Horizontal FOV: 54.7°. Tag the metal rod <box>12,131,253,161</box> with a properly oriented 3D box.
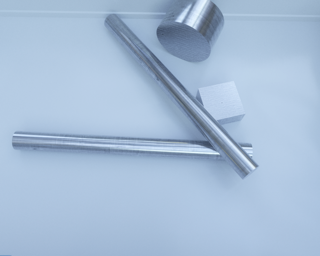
[{"bbox_3d":[-0.035,0.024,0.400,0.302,0.025,0.025,3,70,0],"label":"metal rod"}]

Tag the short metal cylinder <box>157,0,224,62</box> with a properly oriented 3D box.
[{"bbox_3d":[0.042,-0.137,0.431,0.080,0.080,0.050,24,72,8],"label":"short metal cylinder"}]

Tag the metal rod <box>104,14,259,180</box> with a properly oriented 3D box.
[{"bbox_3d":[0.016,-0.055,0.413,0.025,0.025,0.300,-35,68,-12],"label":"metal rod"}]

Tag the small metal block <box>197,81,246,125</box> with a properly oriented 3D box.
[{"bbox_3d":[0.082,-0.032,0.422,0.050,0.025,0.050,-12,71,-5],"label":"small metal block"}]
